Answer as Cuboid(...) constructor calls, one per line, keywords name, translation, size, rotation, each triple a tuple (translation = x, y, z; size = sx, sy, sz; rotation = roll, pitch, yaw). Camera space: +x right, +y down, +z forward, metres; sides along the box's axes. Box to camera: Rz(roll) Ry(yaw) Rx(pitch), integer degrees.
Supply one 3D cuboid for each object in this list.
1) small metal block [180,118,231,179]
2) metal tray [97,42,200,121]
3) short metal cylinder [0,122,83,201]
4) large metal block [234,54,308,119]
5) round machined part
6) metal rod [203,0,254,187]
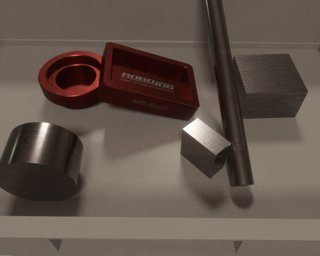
Cuboid(name="small metal block", translation=(0.052, 0.025, 0.369), size=(0.025, 0.050, 0.050), rotation=(-35, 59, -26))
Cuboid(name="metal tray", translation=(-0.015, -0.064, 0.426), size=(0.131, 0.030, 0.090), rotation=(12, 48, -18))
Cuboid(name="short metal cylinder", translation=(-0.128, 0.038, 0.335), size=(0.081, 0.080, 0.050), rotation=(0, 50, -1))
Cuboid(name="large metal block", translation=(0.149, -0.060, 0.441), size=(0.081, 0.050, 0.080), rotation=(-2, 50, -2))
Cuboid(name="round machined part", translation=(-0.119, -0.065, 0.447), size=(0.099, 0.042, 0.098), rotation=(0, 50, 0))
Cuboid(name="metal rod", translation=(0.082, -0.077, 0.396), size=(0.025, 0.025, 0.299), rotation=(-4, 73, -4))
